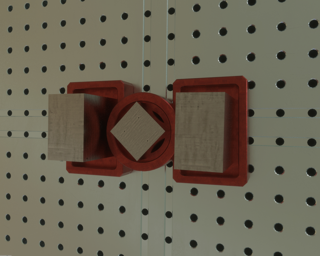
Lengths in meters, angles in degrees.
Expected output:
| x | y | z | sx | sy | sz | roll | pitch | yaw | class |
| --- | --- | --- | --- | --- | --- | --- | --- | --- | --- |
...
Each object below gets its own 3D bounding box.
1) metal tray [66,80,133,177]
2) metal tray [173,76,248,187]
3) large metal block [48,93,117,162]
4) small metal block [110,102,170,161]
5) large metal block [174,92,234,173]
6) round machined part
| x | y | z | sx | sy | sz | roll | pitch | yaw | class |
| --- | --- | --- | --- | --- | --- | --- | --- | --- | --- |
| -0.086 | 0.000 | 0.439 | 0.090 | 0.030 | 0.129 | 1 | 90 | 20 | metal tray |
| 0.063 | 0.004 | 0.387 | 0.090 | 0.030 | 0.129 | 0 | 90 | 20 | metal tray |
| -0.098 | -0.001 | 0.404 | 0.050 | 0.080 | 0.080 | 1 | 90 | 20 | large metal block |
| -0.023 | 0.004 | 0.377 | 0.050 | 0.025 | 0.050 | 46 | 104 | 14 | small metal block |
| 0.053 | 0.003 | 0.350 | 0.050 | 0.080 | 0.080 | 2 | 91 | 20 | large metal block |
| -0.016 | 0.005 | 0.400 | 0.098 | 0.042 | 0.097 | 0 | 90 | 20 | round machined part |
